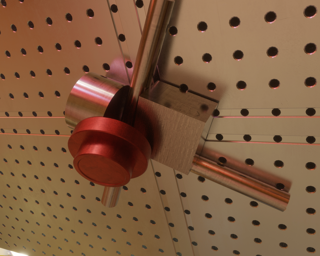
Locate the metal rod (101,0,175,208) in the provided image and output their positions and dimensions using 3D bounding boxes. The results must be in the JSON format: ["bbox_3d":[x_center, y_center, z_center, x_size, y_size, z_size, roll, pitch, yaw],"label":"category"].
[{"bbox_3d":[-0.036,-0.013,0.396,0.025,0.025,0.298,25,120,12],"label":"metal rod"}]

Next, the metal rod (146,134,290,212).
[{"bbox_3d":[0.022,0.037,0.421,0.301,0.025,0.025,22,127,14],"label":"metal rod"}]

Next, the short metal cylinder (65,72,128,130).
[{"bbox_3d":[-0.075,-0.025,0.397,0.050,0.080,0.079,23,127,14],"label":"short metal cylinder"}]

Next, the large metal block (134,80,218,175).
[{"bbox_3d":[0.016,-0.001,0.380,0.080,0.050,0.079,23,127,13],"label":"large metal block"}]

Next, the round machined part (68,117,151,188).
[{"bbox_3d":[-0.063,0.035,0.369,0.098,0.042,0.097,9,140,8],"label":"round machined part"}]
